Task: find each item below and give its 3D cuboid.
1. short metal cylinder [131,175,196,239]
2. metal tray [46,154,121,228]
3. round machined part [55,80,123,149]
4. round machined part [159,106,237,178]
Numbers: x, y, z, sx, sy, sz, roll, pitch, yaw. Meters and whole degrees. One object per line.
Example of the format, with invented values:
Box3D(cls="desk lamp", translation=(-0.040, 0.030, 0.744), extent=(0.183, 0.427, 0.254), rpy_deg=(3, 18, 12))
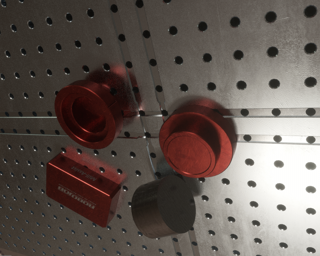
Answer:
Box3D(cls="short metal cylinder", translation=(0.006, 0.112, 0.441), extent=(0.050, 0.080, 0.080), rpy_deg=(-27, 104, 37))
Box3D(cls="metal tray", translation=(-0.139, 0.111, 0.547), extent=(0.130, 0.030, 0.089), rpy_deg=(25, 127, 12))
Box3D(cls="round machined part", translation=(-0.094, -0.022, 0.434), extent=(0.098, 0.042, 0.097), rpy_deg=(13, 124, 20))
Box3D(cls="round machined part", translation=(0.043, 0.024, 0.391), extent=(0.098, 0.042, 0.097), rpy_deg=(13, 124, 20))
